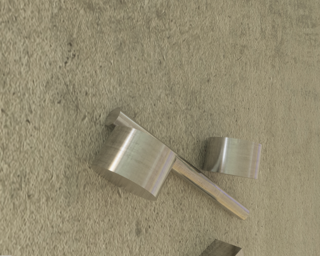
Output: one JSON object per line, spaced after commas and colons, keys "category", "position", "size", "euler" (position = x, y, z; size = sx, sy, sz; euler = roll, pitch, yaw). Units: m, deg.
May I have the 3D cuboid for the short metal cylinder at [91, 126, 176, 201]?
{"category": "short metal cylinder", "position": [-0.029, 0.040, 0.347], "size": [0.080, 0.080, 0.050], "euler": [42, 65, -33]}

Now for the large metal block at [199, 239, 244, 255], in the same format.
{"category": "large metal block", "position": [0.089, 0.231, 0.467], "size": [0.081, 0.050, 0.080], "euler": [-28, 108, -37]}

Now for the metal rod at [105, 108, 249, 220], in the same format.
{"category": "metal rod", "position": [0.043, 0.066, 0.442], "size": [0.301, 0.025, 0.025], "euler": [39, 66, -33]}

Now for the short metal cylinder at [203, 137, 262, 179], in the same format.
{"category": "short metal cylinder", "position": [0.108, 0.045, 0.463], "size": [0.081, 0.080, 0.050], "euler": [16, 80, -39]}
